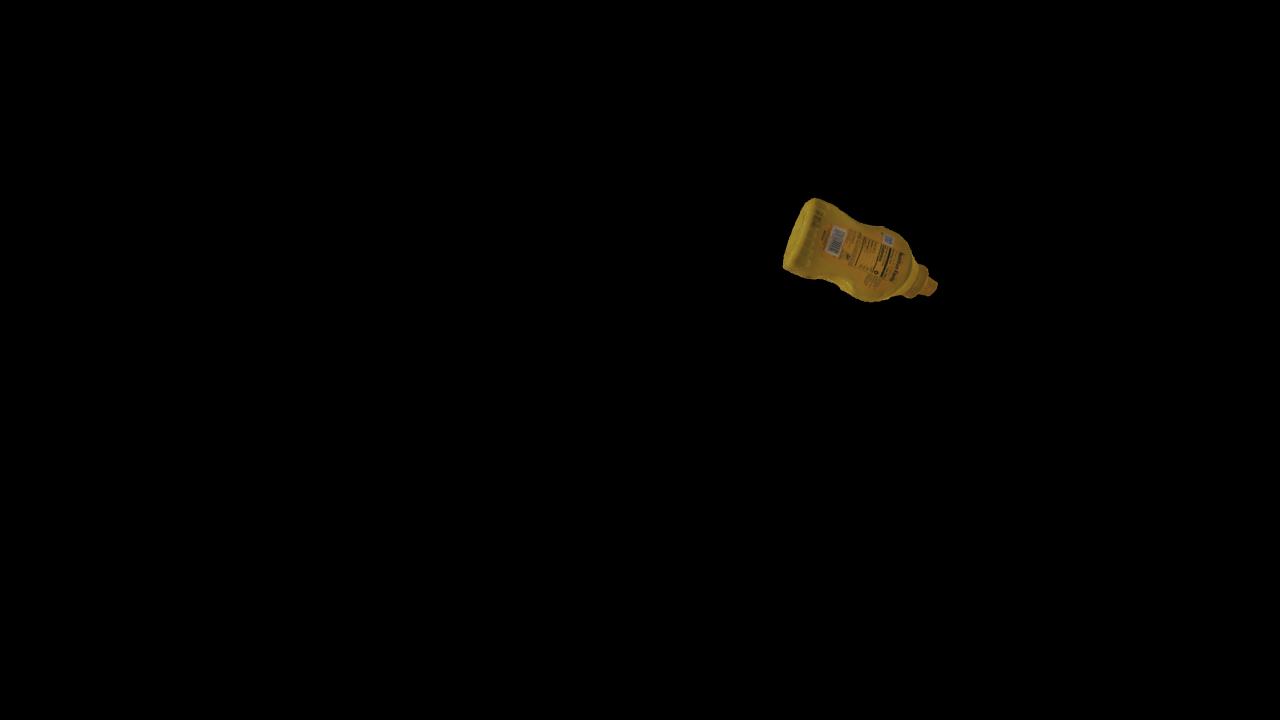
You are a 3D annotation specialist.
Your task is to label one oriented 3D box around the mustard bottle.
[{"bbox_3d":[0.268,-0.117,0.728,0.184,0.092,0.054,20,-10,-6],"label":"mustard bottle"}]
